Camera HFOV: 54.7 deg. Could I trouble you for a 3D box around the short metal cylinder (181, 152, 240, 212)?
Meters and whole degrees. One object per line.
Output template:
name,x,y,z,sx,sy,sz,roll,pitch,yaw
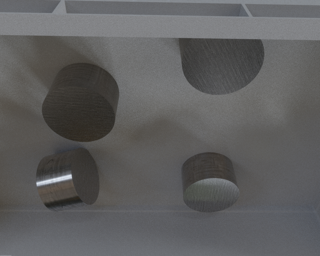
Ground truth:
short metal cylinder,0.073,0.082,0.464,0.081,0.050,0.079,0,130,0

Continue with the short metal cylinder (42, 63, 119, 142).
short metal cylinder,-0.091,-0.029,0.366,0.081,0.050,0.079,0,130,0

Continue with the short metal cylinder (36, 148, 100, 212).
short metal cylinder,-0.126,0.072,0.432,0.050,0.080,0.080,-14,129,11

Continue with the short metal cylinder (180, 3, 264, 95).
short metal cylinder,0.062,-0.082,0.324,0.081,0.050,0.079,0,130,0
